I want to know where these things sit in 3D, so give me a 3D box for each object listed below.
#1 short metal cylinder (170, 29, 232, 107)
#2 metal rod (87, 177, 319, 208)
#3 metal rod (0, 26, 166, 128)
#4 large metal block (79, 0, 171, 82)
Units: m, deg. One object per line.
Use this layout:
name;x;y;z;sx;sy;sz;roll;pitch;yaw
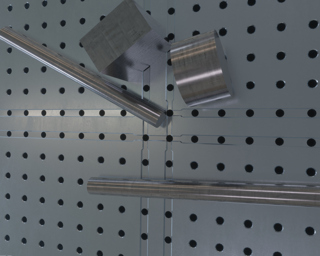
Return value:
short metal cylinder;0.051;-0.069;0.365;0.050;0.080;0.080;-13;86;19
metal rod;0.044;0.080;0.397;0.301;0.025;0.025;-1;90;19
metal rod;-0.124;-0.082;0.456;0.301;0.025;0.025;29;100;17
large metal block;-0.040;-0.108;0.397;0.080;0.080;0.050;-36;79;16
